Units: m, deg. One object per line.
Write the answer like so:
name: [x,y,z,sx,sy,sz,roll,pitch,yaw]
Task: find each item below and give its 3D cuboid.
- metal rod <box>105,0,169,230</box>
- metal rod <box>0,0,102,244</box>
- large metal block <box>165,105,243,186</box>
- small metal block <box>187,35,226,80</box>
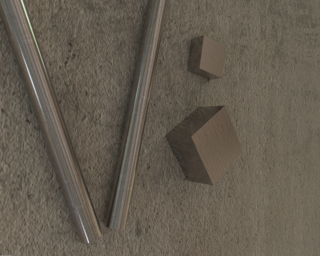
metal rod: [-0.026,-0.029,0.384,0.025,0.025,0.299,17,79,-39]
metal rod: [-0.113,-0.021,0.310,0.025,0.025,0.298,-25,106,-38]
large metal block: [0.066,0.023,0.446,0.080,0.050,0.080,-40,115,-33]
small metal block: [0.070,-0.105,0.466,0.050,0.025,0.050,14,81,-40]
